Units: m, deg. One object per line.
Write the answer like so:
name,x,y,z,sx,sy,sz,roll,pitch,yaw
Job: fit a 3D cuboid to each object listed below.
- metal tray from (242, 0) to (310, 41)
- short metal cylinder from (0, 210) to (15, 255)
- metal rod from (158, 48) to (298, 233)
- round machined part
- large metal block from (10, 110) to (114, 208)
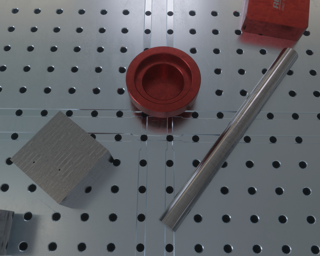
metal tray,0.184,-0.206,0.486,0.090,0.030,0.130,12,70,4
short metal cylinder,-0.208,0.115,0.339,0.080,0.080,0.050,2,70,1
metal rod,0.099,0.004,0.410,0.025,0.025,0.300,36,74,12
round machined part,0.004,-0.059,0.424,0.099,0.042,0.098,0,70,0
large metal block,-0.117,0.040,0.383,0.080,0.050,0.080,38,74,12
